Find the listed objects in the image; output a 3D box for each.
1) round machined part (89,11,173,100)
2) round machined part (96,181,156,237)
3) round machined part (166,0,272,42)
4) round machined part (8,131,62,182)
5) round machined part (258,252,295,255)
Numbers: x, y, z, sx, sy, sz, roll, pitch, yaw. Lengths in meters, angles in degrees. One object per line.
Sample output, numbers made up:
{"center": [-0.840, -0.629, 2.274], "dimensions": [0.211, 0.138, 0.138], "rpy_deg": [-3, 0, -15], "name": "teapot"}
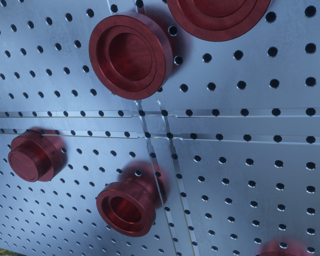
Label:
{"center": [-0.030, -0.086, 0.362], "dimensions": [0.098, 0.042, 0.097], "rpy_deg": [13, 124, 20], "name": "round machined part"}
{"center": [-0.050, 0.126, 0.503], "dimensions": [0.098, 0.042, 0.097], "rpy_deg": [13, 124, 20], "name": "round machined part"}
{"center": [0.057, -0.134, 0.287], "dimensions": [0.098, 0.042, 0.097], "rpy_deg": [13, 124, 20], "name": "round machined part"}
{"center": [-0.230, 0.058, 0.554], "dimensions": [0.098, 0.042, 0.097], "rpy_deg": [13, 124, 20], "name": "round machined part"}
{"center": [0.180, 0.231, 0.448], "dimensions": [0.098, 0.042, 0.097], "rpy_deg": [13, 124, 20], "name": "round machined part"}
